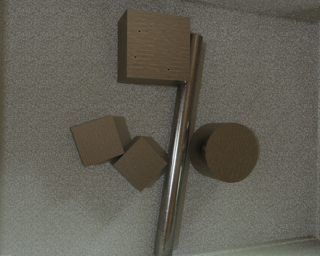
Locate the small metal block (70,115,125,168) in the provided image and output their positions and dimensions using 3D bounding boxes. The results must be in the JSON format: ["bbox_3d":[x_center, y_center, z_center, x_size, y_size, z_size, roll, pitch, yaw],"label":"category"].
[{"bbox_3d":[-0.078,0.015,0.382,0.050,0.025,0.050,-19,97,-19],"label":"small metal block"}]

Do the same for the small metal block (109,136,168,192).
[{"bbox_3d":[-0.028,0.046,0.401,0.050,0.025,0.050,-46,105,-14],"label":"small metal block"}]

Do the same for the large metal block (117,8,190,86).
[{"bbox_3d":[-0.009,-0.098,0.395,0.081,0.050,0.079,0,90,-21],"label":"large metal block"}]

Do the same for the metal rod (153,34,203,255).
[{"bbox_3d":[0.025,0.022,0.421,0.025,0.025,0.298,10,87,-20],"label":"metal rod"}]

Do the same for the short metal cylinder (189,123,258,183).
[{"bbox_3d":[0.087,0.032,0.431,0.081,0.050,0.079,0,90,-21],"label":"short metal cylinder"}]
